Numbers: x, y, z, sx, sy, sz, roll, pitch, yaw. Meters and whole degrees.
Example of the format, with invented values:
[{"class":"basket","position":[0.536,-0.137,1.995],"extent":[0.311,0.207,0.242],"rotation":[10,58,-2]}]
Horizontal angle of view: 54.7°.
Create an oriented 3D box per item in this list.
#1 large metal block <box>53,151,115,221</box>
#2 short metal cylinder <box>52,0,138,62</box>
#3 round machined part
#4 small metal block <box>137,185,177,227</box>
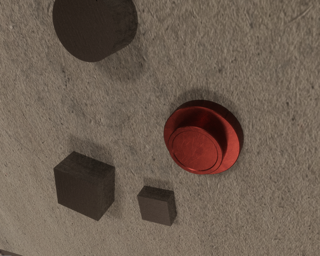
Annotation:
[{"class":"large metal block","position":[-0.123,0.095,0.512],"extent":[0.080,0.050,0.079],"rotation":[18,126,17]},{"class":"short metal cylinder","position":[-0.073,-0.121,0.352],"extent":[0.080,0.050,0.079],"rotation":[13,124,20]},{"class":"round machined part","position":[0.049,0.018,0.380],"extent":[0.098,0.042,0.097],"rotation":[13,124,20]},{"class":"small metal block","position":[-0.004,0.121,0.482],"extent":[0.050,0.025,0.050],"rotation":[6,121,25]}]
